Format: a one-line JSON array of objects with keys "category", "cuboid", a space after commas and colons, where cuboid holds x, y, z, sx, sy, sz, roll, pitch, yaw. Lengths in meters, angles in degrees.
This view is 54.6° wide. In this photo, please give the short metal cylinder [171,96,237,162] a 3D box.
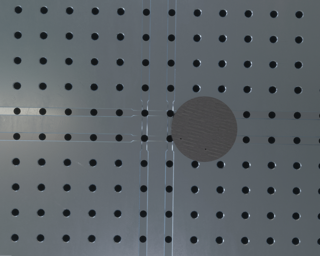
[{"category": "short metal cylinder", "cuboid": [0.054, 0.001, 0.401, 0.080, 0.050, 0.080, 0, 90, 0]}]
